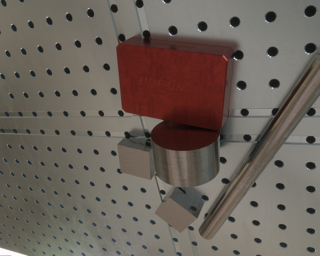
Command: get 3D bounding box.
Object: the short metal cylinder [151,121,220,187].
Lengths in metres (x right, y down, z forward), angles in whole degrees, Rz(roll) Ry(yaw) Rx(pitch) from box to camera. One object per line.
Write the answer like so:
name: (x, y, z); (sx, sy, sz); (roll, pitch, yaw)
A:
short metal cylinder: (0.032, 0.026, 0.374); (0.080, 0.080, 0.050); (8, 122, 23)

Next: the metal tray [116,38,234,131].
metal tray: (0.016, -0.053, 0.366); (0.130, 0.030, 0.089); (12, 124, 21)

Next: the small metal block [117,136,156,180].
small metal block: (-0.032, 0.044, 0.453); (0.050, 0.025, 0.050); (11, 123, 21)

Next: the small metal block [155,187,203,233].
small metal block: (0.028, 0.125, 0.473); (0.050, 0.025, 0.050); (37, 129, 3)

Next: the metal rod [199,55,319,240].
metal rod: (0.114, 0.048, 0.380); (0.025, 0.025, 0.298); (29, 128, 9)
